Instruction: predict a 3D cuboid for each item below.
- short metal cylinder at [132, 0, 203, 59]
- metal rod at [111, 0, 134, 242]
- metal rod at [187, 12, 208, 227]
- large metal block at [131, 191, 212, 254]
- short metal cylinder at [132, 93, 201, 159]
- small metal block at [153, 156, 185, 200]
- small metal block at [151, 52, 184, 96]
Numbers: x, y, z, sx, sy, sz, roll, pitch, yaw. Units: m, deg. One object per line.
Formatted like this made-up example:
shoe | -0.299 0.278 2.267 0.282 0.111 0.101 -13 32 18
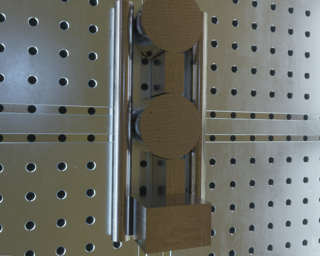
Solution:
short metal cylinder | 0.008 -0.132 0.401 0.081 0.050 0.080 0 90 -20
metal rod | -0.048 -0.009 0.394 0.025 0.025 0.298 1 90 -20
metal rod | 0.052 -0.009 0.430 0.025 0.025 0.298 1 90 -20
large metal block | 0.009 0.112 0.387 0.081 0.080 0.050 1 90 -20
short metal cylinder | 0.006 -0.003 0.401 0.081 0.050 0.080 0 90 -20
small metal block | 0.011 0.063 0.402 0.025 0.050 0.050 0 90 -20
small metal block | 0.009 -0.067 0.401 0.025 0.050 0.050 1 90 -20
